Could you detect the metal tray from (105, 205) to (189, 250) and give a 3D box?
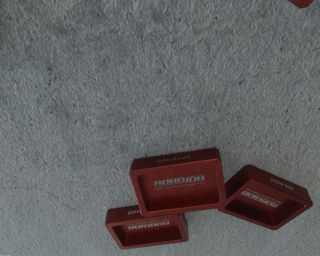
[{"bbox_3d":[-0.021,0.174,0.551,0.131,0.030,0.090,-10,130,8],"label":"metal tray"}]

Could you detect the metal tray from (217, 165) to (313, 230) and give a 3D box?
[{"bbox_3d":[0.167,0.117,0.504,0.131,0.030,0.089,23,126,-19],"label":"metal tray"}]

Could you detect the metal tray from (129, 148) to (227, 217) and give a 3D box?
[{"bbox_3d":[0.029,0.083,0.462,0.131,0.030,0.089,-9,117,7],"label":"metal tray"}]

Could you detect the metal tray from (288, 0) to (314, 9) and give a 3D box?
[{"bbox_3d":[0.131,-0.179,0.252,0.090,0.030,0.129,25,126,-20],"label":"metal tray"}]
